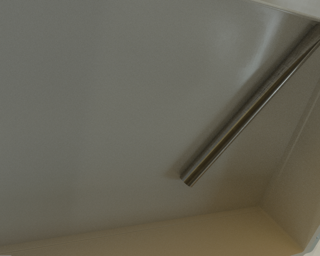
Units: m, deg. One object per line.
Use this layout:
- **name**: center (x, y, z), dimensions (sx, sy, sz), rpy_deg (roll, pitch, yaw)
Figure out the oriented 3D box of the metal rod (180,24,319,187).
- **metal rod**: center (0.137, -0.029, 0.464), dimensions (0.299, 0.025, 0.025), rpy_deg (-49, 129, 6)
